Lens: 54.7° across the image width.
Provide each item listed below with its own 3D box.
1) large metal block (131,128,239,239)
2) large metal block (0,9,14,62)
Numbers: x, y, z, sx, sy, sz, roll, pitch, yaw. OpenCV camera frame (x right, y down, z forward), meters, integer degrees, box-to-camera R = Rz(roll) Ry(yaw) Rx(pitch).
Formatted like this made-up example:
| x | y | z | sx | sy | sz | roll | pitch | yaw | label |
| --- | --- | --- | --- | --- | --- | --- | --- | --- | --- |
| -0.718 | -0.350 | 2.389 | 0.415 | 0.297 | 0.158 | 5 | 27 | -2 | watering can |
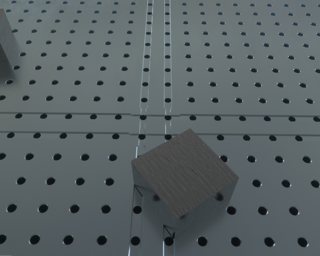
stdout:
| x | y | z | sx | sy | sz | roll | pitch | yaw | label |
| --- | --- | --- | --- | --- | --- | --- | --- | --- | --- |
| 0.025 | 0.059 | 0.343 | 0.081 | 0.050 | 0.080 | -28 | 56 | -22 | large metal block |
| -0.298 | -0.152 | 0.515 | 0.081 | 0.050 | 0.080 | -8 | 51 | -7 | large metal block |
